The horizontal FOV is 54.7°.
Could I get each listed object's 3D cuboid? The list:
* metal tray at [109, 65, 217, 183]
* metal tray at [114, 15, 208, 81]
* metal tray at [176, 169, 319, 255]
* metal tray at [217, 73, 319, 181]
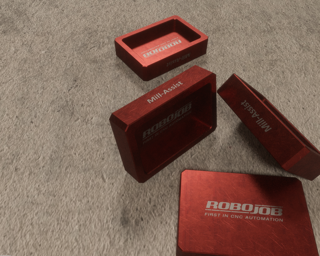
[{"bbox_3d":[0.011,-0.006,0.363,0.131,0.089,0.030,-33,46,-25],"label":"metal tray"},{"bbox_3d":[0.003,-0.136,0.514,0.131,0.030,0.090,-29,56,-23],"label":"metal tray"},{"bbox_3d":[0.085,0.093,0.323,0.131,0.030,0.090,4,50,3],"label":"metal tray"},{"bbox_3d":[0.132,-0.002,0.364,0.090,0.030,0.130,21,29,-46],"label":"metal tray"}]
